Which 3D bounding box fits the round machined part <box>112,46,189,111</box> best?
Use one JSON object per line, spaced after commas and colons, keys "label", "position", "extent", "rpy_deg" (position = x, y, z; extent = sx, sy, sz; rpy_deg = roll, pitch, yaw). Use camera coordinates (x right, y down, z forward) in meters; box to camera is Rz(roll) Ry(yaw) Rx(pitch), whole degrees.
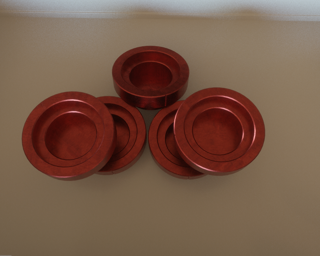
{"label": "round machined part", "position": [-0.012, -0.062, 0.411], "extent": [0.099, 0.042, 0.098], "rpy_deg": [1, 52, -1]}

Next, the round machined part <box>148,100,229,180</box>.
{"label": "round machined part", "position": [0.035, 0.017, 0.393], "extent": [0.099, 0.042, 0.098], "rpy_deg": [0, 70, 0]}

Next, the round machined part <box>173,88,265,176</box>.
{"label": "round machined part", "position": [0.064, 0.007, 0.353], "extent": [0.099, 0.042, 0.098], "rpy_deg": [0, 70, 0]}

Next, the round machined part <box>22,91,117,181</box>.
{"label": "round machined part", "position": [-0.098, 0.011, 0.350], "extent": [0.099, 0.042, 0.098], "rpy_deg": [0, 70, 0]}

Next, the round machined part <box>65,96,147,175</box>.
{"label": "round machined part", "position": [-0.066, 0.012, 0.394], "extent": [0.099, 0.042, 0.098], "rpy_deg": [0, 70, 0]}
